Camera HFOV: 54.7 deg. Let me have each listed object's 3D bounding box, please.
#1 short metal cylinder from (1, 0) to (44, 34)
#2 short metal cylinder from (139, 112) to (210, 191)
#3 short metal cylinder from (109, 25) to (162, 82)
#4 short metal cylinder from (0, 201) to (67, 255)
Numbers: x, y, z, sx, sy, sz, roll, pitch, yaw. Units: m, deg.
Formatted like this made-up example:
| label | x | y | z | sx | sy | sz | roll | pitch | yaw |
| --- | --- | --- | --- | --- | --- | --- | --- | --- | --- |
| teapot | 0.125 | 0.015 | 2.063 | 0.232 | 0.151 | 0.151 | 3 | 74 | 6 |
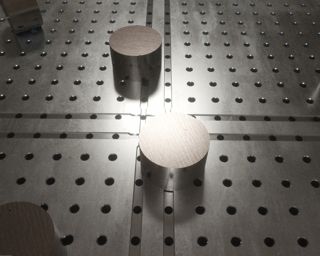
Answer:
| label | x | y | z | sx | sy | sz | roll | pitch | yaw |
| --- | --- | --- | --- | --- | --- | --- | --- | --- | --- |
| short metal cylinder | -0.248 | -0.213 | 0.548 | 0.050 | 0.080 | 0.080 | -26 | 55 | -20 |
| short metal cylinder | 0.016 | 0.027 | 0.369 | 0.081 | 0.050 | 0.080 | 0 | 50 | 0 |
| short metal cylinder | -0.037 | -0.119 | 0.491 | 0.081 | 0.050 | 0.080 | 0 | 50 | 0 |
| short metal cylinder | -0.134 | 0.117 | 0.291 | 0.081 | 0.050 | 0.080 | 0 | 50 | 0 |
